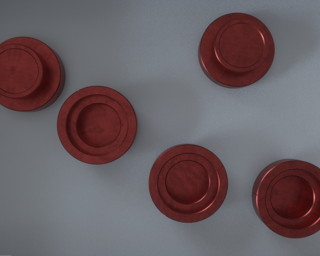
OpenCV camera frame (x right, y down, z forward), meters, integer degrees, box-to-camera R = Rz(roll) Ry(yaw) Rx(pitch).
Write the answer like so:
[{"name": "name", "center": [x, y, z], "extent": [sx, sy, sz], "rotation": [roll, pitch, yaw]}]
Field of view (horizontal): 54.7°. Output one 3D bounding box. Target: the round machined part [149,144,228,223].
[{"name": "round machined part", "center": [0.035, 0.069, 0.403], "extent": [0.099, 0.042, 0.097], "rotation": [0, 90, -1]}]

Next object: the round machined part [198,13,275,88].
[{"name": "round machined part", "center": [0.102, -0.102, 0.404], "extent": [0.099, 0.042, 0.097], "rotation": [0, 90, -1]}]

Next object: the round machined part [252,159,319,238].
[{"name": "round machined part", "center": [0.169, 0.089, 0.405], "extent": [0.099, 0.042, 0.097], "rotation": [0, 90, -1]}]

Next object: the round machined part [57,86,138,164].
[{"name": "round machined part", "center": [-0.078, -0.004, 0.402], "extent": [0.099, 0.042, 0.097], "rotation": [0, 90, -1]}]

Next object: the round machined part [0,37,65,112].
[{"name": "round machined part", "center": [-0.178, -0.070, 0.401], "extent": [0.099, 0.042, 0.097], "rotation": [0, 90, -1]}]
